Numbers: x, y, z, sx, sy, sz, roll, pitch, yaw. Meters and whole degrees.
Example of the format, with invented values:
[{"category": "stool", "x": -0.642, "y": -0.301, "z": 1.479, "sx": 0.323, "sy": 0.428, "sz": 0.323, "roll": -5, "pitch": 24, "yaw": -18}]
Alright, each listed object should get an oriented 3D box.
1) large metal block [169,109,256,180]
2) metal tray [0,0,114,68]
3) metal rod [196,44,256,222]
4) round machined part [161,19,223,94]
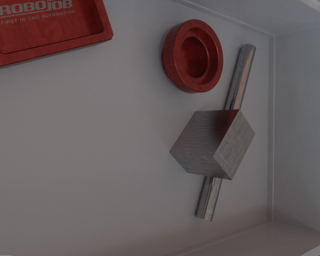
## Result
[{"category": "large metal block", "x": 0.073, "y": 0.021, "z": 0.435, "sx": 0.050, "sy": 0.080, "sz": 0.080, "roll": 50, "pitch": 61, "yaw": -29}, {"category": "metal tray", "x": -0.118, "y": -0.117, "z": 0.304, "sx": 0.131, "sy": 0.030, "sz": 0.089, "roll": -28, "pitch": 108, "yaw": -37}, {"category": "metal rod", "x": 0.110, "y": -0.001, "z": 0.501, "sx": 0.025, "sy": 0.025, "sz": 0.299, "roll": 29, "pitch": 72, "yaw": -37}, {"category": "round machined part", "x": 0.041, "y": -0.097, "z": 0.432, "sx": 0.099, "sy": 0.042, "sz": 0.097, "roll": 0, "pitch": 90, "yaw": -40}]
